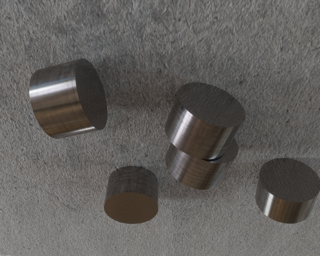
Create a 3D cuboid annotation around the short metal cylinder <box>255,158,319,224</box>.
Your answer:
[{"bbox_3d":[0.183,0.090,0.449,0.080,0.080,0.050,-3,130,3],"label":"short metal cylinder"}]

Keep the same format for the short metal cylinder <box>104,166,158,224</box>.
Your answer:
[{"bbox_3d":[-0.043,0.104,0.479,0.081,0.050,0.079,0,130,0],"label":"short metal cylinder"}]

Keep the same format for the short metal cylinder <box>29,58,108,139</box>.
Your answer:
[{"bbox_3d":[-0.098,-0.032,0.343,0.050,0.080,0.080,-12,129,10],"label":"short metal cylinder"}]

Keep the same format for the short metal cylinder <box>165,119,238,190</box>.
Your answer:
[{"bbox_3d":[0.052,0.032,0.398,0.081,0.080,0.050,12,129,-10],"label":"short metal cylinder"}]

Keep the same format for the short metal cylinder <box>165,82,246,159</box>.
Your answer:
[{"bbox_3d":[0.052,-0.010,0.363,0.081,0.080,0.050,13,129,-11],"label":"short metal cylinder"}]
